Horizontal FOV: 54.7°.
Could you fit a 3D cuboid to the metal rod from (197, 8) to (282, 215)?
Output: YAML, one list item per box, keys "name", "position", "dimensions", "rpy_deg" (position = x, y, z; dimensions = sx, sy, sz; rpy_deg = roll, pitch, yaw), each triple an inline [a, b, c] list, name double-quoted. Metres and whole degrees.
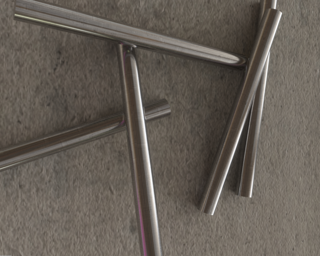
- name: "metal rod"
  position: [0.113, -0.024, 0.439]
  dimensions: [0.025, 0.025, 0.299]
  rpy_deg: [20, 88, -19]

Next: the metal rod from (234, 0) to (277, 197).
- name: "metal rod"
  position: [0.144, -0.048, 0.463]
  dimensions: [0.025, 0.025, 0.298]
  rpy_deg: [9, 87, -20]

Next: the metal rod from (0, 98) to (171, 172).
- name: "metal rod"
  position: [-0.126, 0.018, 0.362]
  dimensions: [0.302, 0.025, 0.025]
  rpy_deg: [-19, 97, -19]

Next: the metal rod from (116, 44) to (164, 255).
- name: "metal rod"
  position: [-0.025, 0.019, 0.364]
  dimensions: [0.025, 0.025, 0.299]
  rpy_deg: [-4, 78, -20]

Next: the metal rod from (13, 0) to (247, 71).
- name: "metal rod"
  position: [-0.011, -0.107, 0.378]
  dimensions: [0.302, 0.025, 0.025]
  rpy_deg: [5, 89, -31]
